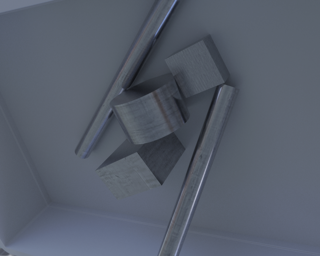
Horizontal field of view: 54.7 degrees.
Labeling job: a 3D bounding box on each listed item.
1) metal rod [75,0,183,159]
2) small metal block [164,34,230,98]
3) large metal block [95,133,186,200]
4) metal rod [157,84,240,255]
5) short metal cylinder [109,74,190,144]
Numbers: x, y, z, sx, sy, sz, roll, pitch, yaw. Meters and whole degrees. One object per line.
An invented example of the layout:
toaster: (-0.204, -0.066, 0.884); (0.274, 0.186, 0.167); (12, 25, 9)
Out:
metal rod: (-0.052, -0.053, 0.401); (0.025, 0.025, 0.298); (39, 129, 1)
small metal block: (0.042, -0.068, 0.344); (0.050, 0.025, 0.050); (-20, 108, 35)
large metal block: (-0.024, 0.042, 0.411); (0.080, 0.080, 0.050); (-26, 104, 37)
metal rod: (0.031, 0.093, 0.369); (0.025, 0.025, 0.298); (21, 101, 15)
short metal cylinder: (-0.011, -0.023, 0.364); (0.080, 0.080, 0.050); (-12, 112, 33)
